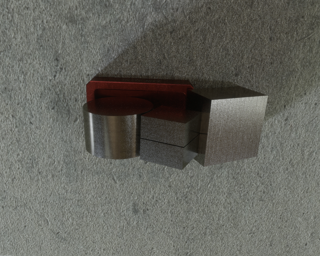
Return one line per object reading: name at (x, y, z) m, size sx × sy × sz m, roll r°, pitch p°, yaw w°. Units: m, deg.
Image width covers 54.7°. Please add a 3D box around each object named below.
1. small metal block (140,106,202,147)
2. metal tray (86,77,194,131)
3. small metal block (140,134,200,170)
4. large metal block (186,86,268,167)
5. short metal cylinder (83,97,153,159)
small metal block at (0.013, -0.004, 0.341) m, size 0.050 × 0.050 × 0.025 m, roll 11°, pitch 111°, yaw 23°
metal tray at (-0.025, -0.017, 0.401) m, size 0.131 × 0.030 × 0.089 m, roll 2°, pitch 110°, yaw -1°
small metal block at (0.012, 0.021, 0.349) m, size 0.050 × 0.050 × 0.025 m, roll 11°, pitch 111°, yaw 23°
large metal block at (0.078, -0.005, 0.381) m, size 0.081 × 0.050 × 0.079 m, roll -7°, pitch 113°, yaw -26°
short metal cylinder at (-0.048, -0.003, 0.366) m, size 0.081 × 0.080 × 0.050 m, roll 1°, pitch 110°, yaw -1°
